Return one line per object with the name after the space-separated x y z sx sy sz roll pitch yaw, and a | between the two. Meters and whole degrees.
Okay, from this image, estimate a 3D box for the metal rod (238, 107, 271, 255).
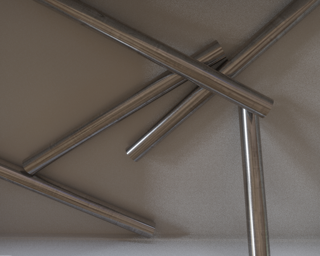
0.119 0.115 0.379 0.025 0.025 0.298 -2 81 0 | metal rod

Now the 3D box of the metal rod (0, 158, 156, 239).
-0.147 0.091 0.443 0.301 0.025 0.025 25 108 -9 | metal rod

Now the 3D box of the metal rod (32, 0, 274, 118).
-0.009 -0.090 0.357 0.301 0.025 0.025 27 108 -2 | metal rod

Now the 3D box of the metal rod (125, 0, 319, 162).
0.071 -0.059 0.389 0.300 0.025 0.025 -41 105 13 | metal rod

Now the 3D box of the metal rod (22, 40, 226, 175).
-0.053 -0.021 0.402 0.300 0.025 0.025 -30 107 10 | metal rod
